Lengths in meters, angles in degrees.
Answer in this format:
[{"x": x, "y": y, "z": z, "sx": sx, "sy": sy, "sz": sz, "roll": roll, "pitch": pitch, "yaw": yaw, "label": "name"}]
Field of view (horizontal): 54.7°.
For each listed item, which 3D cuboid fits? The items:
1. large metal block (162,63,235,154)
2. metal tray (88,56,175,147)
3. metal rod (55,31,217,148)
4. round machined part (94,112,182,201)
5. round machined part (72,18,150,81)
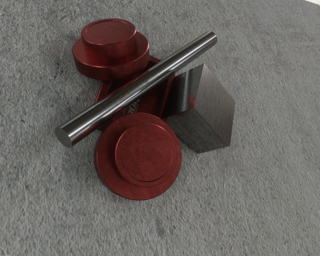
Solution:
[{"x": 0.055, "y": -0.024, "z": 0.415, "sx": 0.080, "sy": 0.050, "sz": 0.080, "roll": 43, "pitch": 46, "yaw": -31, "label": "large metal block"}, {"x": -0.033, "y": -0.046, "z": 0.412, "sx": 0.091, "sy": 0.030, "sz": 0.130, "roll": 22, "pitch": 53, "yaw": -15, "label": "metal tray"}, {"x": -0.008, "y": -0.067, "z": 0.404, "sx": 0.025, "sy": 0.025, "sz": 0.302, "roll": 46, "pitch": 51, "yaw": 4, "label": "metal rod"}, {"x": -0.020, "y": 0.031, "z": 0.343, "sx": 0.099, "sy": 0.042, "sz": 0.097, "roll": 3, "pitch": 81, "yaw": -21, "label": "round machined part"}, {"x": -0.064, "y": -0.107, "z": 0.400, "sx": 0.099, "sy": 0.042, "sz": 0.098, "roll": -1, "pitch": 45, "yaw": 1, "label": "round machined part"}]
